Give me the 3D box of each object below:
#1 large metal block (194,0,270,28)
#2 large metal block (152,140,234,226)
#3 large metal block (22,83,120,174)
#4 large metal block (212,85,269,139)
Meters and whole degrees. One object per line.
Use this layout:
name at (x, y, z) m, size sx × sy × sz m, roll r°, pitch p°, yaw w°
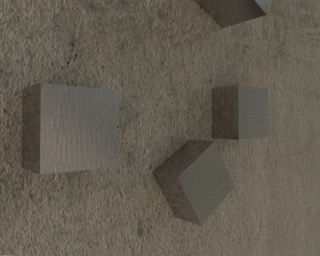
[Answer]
large metal block at (0.107, -0.201, 0.457) m, size 0.080 × 0.080 × 0.050 m, roll 29°, pitch 72°, yaw -37°
large metal block at (0.048, 0.072, 0.428) m, size 0.080 × 0.050 × 0.080 m, roll -39°, pitch 114°, yaw -33°
large metal block at (-0.089, 0.000, 0.314) m, size 0.081 × 0.050 × 0.080 m, roll 0°, pitch 90°, yaw -40°
large metal block at (0.129, -0.024, 0.496) m, size 0.081 × 0.050 × 0.079 m, roll -1°, pitch 91°, yaw -40°
